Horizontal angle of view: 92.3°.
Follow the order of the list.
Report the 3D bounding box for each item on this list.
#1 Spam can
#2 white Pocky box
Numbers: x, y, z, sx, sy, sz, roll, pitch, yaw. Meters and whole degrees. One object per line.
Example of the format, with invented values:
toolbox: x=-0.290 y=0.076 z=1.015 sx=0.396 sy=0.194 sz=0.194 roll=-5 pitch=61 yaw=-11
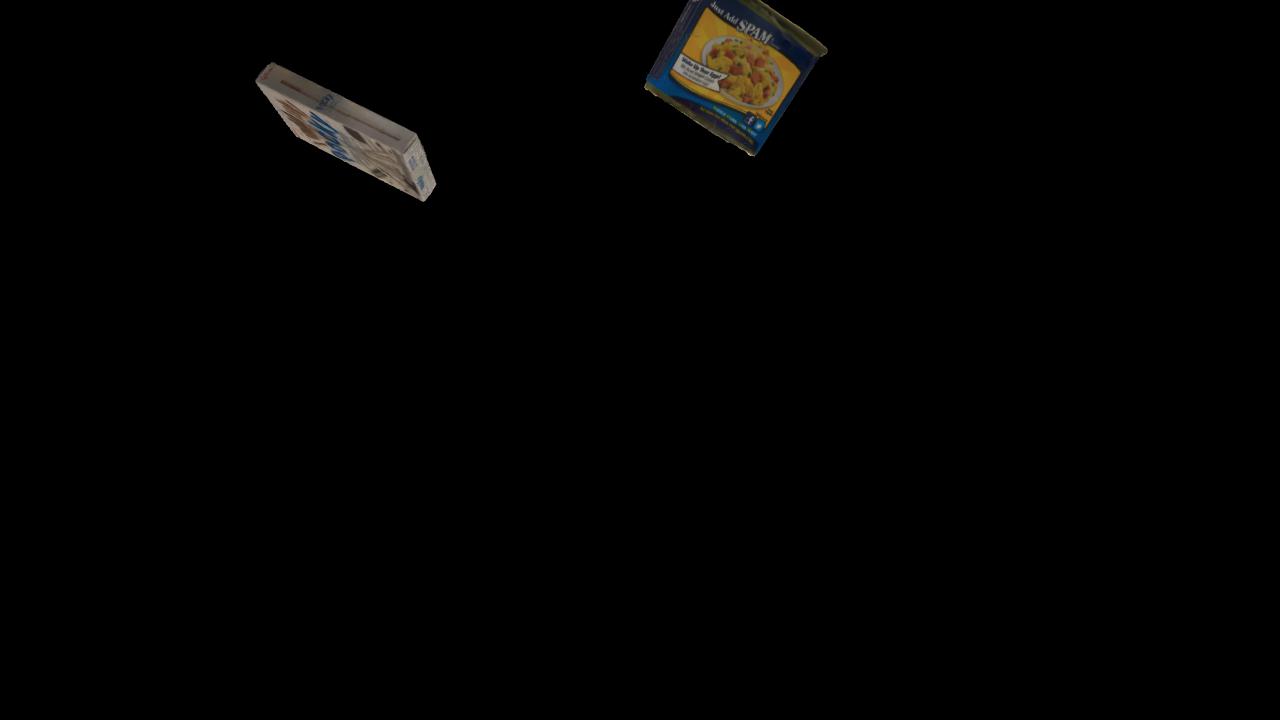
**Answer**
Spam can: x=0.065 y=-0.209 z=0.441 sx=0.101 sy=0.085 sz=0.058 roll=29 pitch=22 yaw=-9
white Pocky box: x=-0.274 y=-0.214 z=0.585 sx=0.154 sy=0.028 sz=0.084 roll=27 pitch=-16 yaw=3
